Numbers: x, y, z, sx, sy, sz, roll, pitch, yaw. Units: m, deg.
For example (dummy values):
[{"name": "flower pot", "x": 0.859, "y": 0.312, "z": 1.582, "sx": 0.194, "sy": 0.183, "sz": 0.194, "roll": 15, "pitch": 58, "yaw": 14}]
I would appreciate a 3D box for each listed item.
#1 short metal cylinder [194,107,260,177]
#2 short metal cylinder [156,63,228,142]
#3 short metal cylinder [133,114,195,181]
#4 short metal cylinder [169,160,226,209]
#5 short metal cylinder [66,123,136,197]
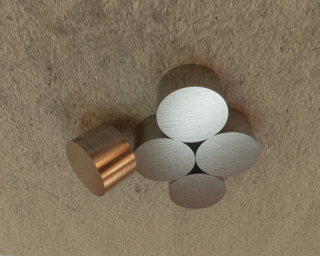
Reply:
[{"name": "short metal cylinder", "x": 0.085, "y": 0.019, "z": 0.409, "sx": 0.081, "sy": 0.050, "sz": 0.079, "roll": 0, "pitch": 130, "yaw": 0}, {"name": "short metal cylinder", "x": 0.036, "y": -0.029, "z": 0.368, "sx": 0.081, "sy": 0.050, "sz": 0.079, "roll": 0, "pitch": 130, "yaw": 0}, {"name": "short metal cylinder", "x": 0.005, "y": 0.026, "z": 0.415, "sx": 0.081, "sy": 0.050, "sz": 0.079, "roll": 0, "pitch": 130, "yaw": 0}, {"name": "short metal cylinder", "x": 0.053, "y": 0.075, "z": 0.456, "sx": 0.081, "sy": 0.050, "sz": 0.079, "roll": 0, "pitch": 130, "yaw": 0}, {"name": "short metal cylinder", "x": -0.076, "y": 0.040, "z": 0.399, "sx": 0.080, "sy": 0.050, "sz": 0.079, "roll": 31, "pitch": 138, "yaw": 33}]
